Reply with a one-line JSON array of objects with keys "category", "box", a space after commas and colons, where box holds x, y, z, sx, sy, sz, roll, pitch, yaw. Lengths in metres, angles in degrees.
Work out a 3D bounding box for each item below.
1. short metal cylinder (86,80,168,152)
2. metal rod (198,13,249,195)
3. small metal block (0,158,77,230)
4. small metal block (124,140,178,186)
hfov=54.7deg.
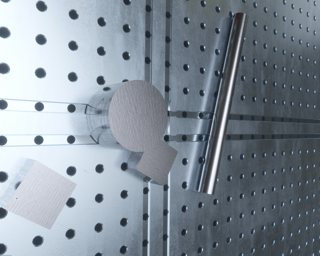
[{"category": "short metal cylinder", "box": [-0.038, -0.013, 0.361, 0.081, 0.050, 0.080, 0, 90, -40]}, {"category": "metal rod", "box": [0.103, -0.045, 0.494, 0.025, 0.025, 0.299, 22, 76, -38]}, {"category": "small metal block", "box": [-0.121, 0.065, 0.308, 0.050, 0.025, 0.050, 42, 65, -32]}, {"category": "small metal block", "box": [-0.010, 0.040, 0.401, 0.050, 0.025, 0.050, 38, 67, -34]}]
